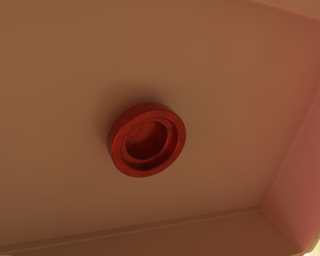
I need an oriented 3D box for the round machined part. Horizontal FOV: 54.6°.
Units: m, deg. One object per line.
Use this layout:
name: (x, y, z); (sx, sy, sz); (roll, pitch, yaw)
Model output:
round machined part: (-0.020, 0.011, 0.393); (0.099, 0.042, 0.097); (-14, 124, -21)
